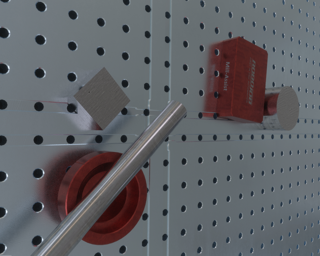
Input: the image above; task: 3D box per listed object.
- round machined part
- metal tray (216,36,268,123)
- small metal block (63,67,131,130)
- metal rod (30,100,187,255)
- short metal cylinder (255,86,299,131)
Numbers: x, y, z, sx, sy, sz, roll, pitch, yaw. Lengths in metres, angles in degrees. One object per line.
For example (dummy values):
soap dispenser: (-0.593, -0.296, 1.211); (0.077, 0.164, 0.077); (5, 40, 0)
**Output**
round machined part: (-0.066, 0.074, 0.343); (0.099, 0.042, 0.097); (0, 91, -40)
metal tray: (0.141, -0.077, 0.525); (0.091, 0.030, 0.129); (10, 84, -40)
small metal block: (-0.070, -0.033, 0.351); (0.050, 0.025, 0.050); (-52, 121, -27)
metal rod: (-0.065, 0.076, 0.300); (0.301, 0.025, 0.025); (-49, 119, -29)
short metal cylinder: (0.214, -0.035, 0.573); (0.081, 0.050, 0.079); (0, 90, -40)
